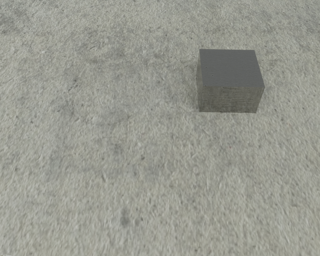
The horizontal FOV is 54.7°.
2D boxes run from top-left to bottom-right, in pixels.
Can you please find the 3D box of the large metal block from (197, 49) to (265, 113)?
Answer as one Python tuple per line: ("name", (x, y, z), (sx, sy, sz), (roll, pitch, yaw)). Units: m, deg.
("large metal block", (0.097, -0.068, 0.446), (0.081, 0.050, 0.080), (1, 50, 0))
